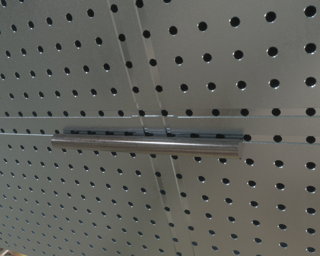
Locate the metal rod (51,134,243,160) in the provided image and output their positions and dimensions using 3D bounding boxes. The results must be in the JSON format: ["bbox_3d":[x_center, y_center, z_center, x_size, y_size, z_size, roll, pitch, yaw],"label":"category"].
[{"bbox_3d":[-0.036,0.023,0.443,0.301,0.025,0.025,1,119,27],"label":"metal rod"}]
